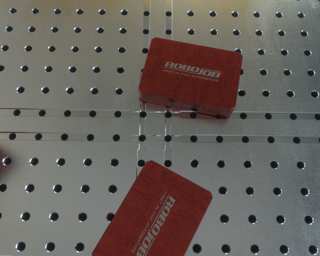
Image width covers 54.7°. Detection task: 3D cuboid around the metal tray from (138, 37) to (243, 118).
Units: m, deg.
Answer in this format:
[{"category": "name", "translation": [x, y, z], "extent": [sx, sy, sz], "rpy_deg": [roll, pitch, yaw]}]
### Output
[{"category": "metal tray", "translation": [0.043, -0.072, 0.436], "extent": [0.131, 0.030, 0.090], "rpy_deg": [12, 70, 3]}]

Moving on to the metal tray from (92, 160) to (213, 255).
[{"category": "metal tray", "translation": [-0.007, 0.115, 0.367], "extent": [0.090, 0.030, 0.130], "rpy_deg": [28, 72, 9]}]
